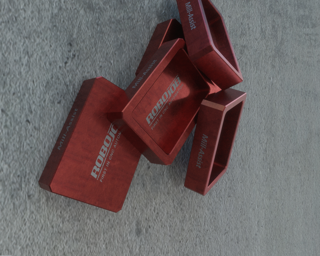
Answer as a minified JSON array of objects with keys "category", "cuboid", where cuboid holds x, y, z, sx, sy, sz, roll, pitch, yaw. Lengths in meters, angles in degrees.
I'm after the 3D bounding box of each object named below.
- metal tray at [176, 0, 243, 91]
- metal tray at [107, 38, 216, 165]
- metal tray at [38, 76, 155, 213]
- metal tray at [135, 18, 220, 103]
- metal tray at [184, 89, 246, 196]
[{"category":"metal tray","cuboid":[0.065,-0.125,0.415,0.090,0.030,0.130,29,44,-47]},{"category":"metal tray","cuboid":[0.008,-0.032,0.373,0.090,0.030,0.130,49,61,-29]},{"category":"metal tray","cuboid":[-0.065,0.019,0.349,0.090,0.030,0.130,31,71,-36]},{"category":"metal tray","cuboid":[0.036,-0.076,0.435,0.130,0.030,0.090,34,69,-35]},{"category":"metal tray","cuboid":[0.076,0.017,0.425,0.091,0.030,0.129,-29,133,-53]}]
